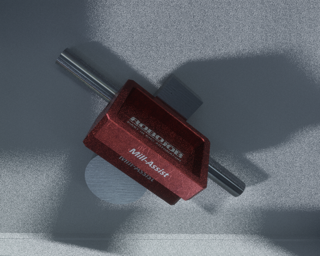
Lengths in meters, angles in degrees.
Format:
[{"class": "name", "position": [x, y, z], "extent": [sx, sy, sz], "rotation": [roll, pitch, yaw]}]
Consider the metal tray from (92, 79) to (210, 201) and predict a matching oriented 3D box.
[{"class": "metal tray", "position": [-0.002, 0.011, 0.352], "extent": [0.130, 0.090, 0.030], "rotation": [37, 123, -13]}]

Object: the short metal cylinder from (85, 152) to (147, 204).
[{"class": "short metal cylinder", "position": [-0.052, 0.053, 0.409], "extent": [0.080, 0.050, 0.079], "rotation": [2, 117, 4]}]

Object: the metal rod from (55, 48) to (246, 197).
[{"class": "metal rod", "position": [-0.003, 0.000, 0.411], "extent": [0.301, 0.025, 0.025], "rotation": [37, 106, -13]}]

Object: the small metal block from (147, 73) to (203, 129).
[{"class": "small metal block", "position": [0.019, -0.033, 0.398], "extent": [0.050, 0.025, 0.050], "rotation": [39, 105, -14]}]

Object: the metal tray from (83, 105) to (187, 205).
[{"class": "metal tray", "position": [-0.025, 0.029, 0.386], "extent": [0.130, 0.090, 0.030], "rotation": [37, 106, -13]}]
